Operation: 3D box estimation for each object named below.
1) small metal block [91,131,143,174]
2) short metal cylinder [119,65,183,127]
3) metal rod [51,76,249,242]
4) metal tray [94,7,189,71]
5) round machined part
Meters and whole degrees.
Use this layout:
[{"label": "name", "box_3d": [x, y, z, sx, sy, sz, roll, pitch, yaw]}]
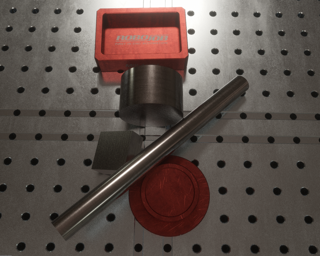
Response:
[{"label": "small metal block", "box_3d": [-0.053, 0.032, 0.388, 0.050, 0.025, 0.050, -2, 67, 30]}, {"label": "short metal cylinder", "box_3d": [-0.011, -0.038, 0.396, 0.081, 0.080, 0.050, 0, 70, 0]}, {"label": "metal rod", "box_3d": [0.007, 0.020, 0.372, 0.302, 0.025, 0.025, -38, 74, -26]}, {"label": "metal tray", "box_3d": [-0.027, -0.132, 0.456, 0.131, 0.030, 0.090, -2, 70, -1]}, {"label": "round machined part", "box_3d": [0.011, 0.080, 0.374, 0.099, 0.042, 0.098, 0, 70, -1]}]
